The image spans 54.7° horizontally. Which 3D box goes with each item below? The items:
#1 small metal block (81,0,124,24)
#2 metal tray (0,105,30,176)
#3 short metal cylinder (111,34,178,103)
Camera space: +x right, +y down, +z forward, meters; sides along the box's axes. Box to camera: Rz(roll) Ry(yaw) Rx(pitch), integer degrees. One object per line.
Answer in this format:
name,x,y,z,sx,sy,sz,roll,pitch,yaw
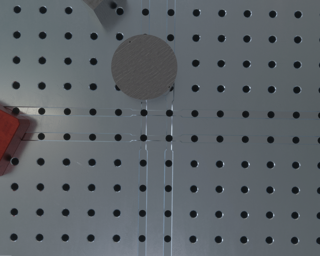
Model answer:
small metal block,-0.073,-0.169,0.400,0.025,0.050,0.050,43,90,0
metal tray,-0.255,0.000,0.409,0.130,0.030,0.090,28,90,0
short metal cylinder,-0.019,-0.074,0.401,0.081,0.050,0.079,0,90,0
